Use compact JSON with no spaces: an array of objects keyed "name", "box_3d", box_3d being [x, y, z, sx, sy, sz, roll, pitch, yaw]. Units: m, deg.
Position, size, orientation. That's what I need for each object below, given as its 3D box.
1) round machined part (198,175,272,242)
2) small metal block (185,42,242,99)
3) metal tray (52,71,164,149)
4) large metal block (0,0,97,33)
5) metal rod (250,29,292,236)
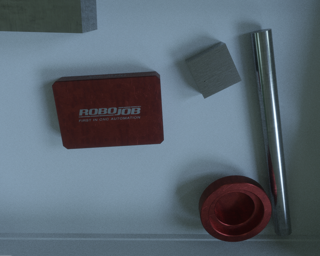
[{"name":"round machined part","box_3d":[0.104,0.110,0.445,0.099,0.042,0.097,0,110,-1]},{"name":"small metal block","box_3d":[0.066,-0.072,0.386,0.050,0.025,0.050,-26,108,9]},{"name":"metal tray","box_3d":[-0.063,-0.023,0.400,0.131,0.030,0.089,-3,110,0]},{"name":"large metal block","box_3d":[-0.116,-0.131,0.332,0.081,0.080,0.050,1,110,-1]},{"name":"metal rod","box_3d":[0.154,0.020,0.420,0.025,0.025,0.298,-12,110,4]}]
